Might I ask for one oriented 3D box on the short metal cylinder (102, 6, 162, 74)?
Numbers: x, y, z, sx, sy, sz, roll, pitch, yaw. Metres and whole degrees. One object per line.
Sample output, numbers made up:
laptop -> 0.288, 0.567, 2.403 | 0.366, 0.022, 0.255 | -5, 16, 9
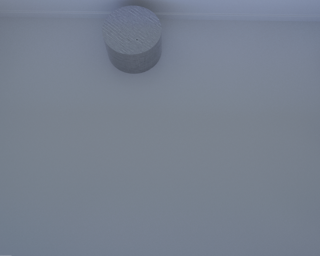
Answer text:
short metal cylinder -> -0.038, -0.125, 0.442 | 0.080, 0.050, 0.080 | 0, 70, 0
